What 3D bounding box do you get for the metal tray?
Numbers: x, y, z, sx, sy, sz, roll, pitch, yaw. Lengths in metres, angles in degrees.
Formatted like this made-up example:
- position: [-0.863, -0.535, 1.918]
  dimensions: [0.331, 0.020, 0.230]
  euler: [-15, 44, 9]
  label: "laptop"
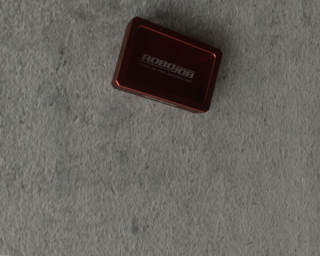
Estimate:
- position: [0.011, -0.079, 0.409]
  dimensions: [0.131, 0.030, 0.090]
  euler: [16, 85, -19]
  label: "metal tray"
